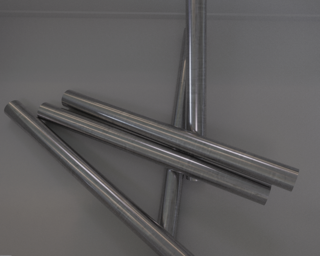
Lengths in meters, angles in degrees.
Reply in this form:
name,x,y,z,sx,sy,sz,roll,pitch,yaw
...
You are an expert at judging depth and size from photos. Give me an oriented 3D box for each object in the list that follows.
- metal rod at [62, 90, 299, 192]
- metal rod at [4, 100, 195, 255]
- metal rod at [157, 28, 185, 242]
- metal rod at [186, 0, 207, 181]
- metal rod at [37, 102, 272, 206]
name,x,y,z,sx,sy,sz,roll,pitch,yaw
metal rod,0.007,0.007,0.371,0.301,0.025,0.025,20,71,21
metal rod,-0.085,0.059,0.372,0.300,0.025,0.025,37,74,18
metal rod,0.027,-0.005,0.411,0.025,0.025,0.299,8,70,3
metal rod,0.044,-0.085,0.374,0.025,0.025,0.298,-1,96,0
metal rod,-0.019,0.025,0.378,0.301,0.025,0.025,19,71,15
